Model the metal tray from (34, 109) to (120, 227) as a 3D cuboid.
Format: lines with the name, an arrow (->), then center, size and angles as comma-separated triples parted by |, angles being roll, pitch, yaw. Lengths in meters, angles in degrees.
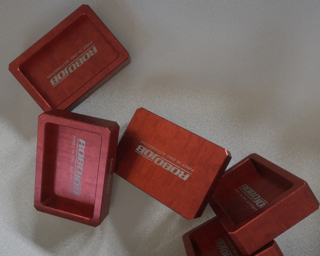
metal tray -> -0.104, 0.049, 0.382 | 0.090, 0.030, 0.129 | 12, 106, 10

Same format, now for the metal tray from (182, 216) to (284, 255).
metal tray -> 0.078, 0.141, 0.359 | 0.090, 0.130, 0.030 | -29, 94, 0

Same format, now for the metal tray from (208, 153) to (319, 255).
metal tray -> 0.105, 0.079, 0.359 | 0.090, 0.130, 0.030 | -34, 100, 0

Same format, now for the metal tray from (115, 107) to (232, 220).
metal tray -> 0.009, 0.041, 0.383 | 0.130, 0.030, 0.090 | 27, 89, 24

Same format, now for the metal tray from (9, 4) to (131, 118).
metal tray -> -0.116, -0.085, 0.407 | 0.130, 0.030, 0.090 | -40, 91, -1
